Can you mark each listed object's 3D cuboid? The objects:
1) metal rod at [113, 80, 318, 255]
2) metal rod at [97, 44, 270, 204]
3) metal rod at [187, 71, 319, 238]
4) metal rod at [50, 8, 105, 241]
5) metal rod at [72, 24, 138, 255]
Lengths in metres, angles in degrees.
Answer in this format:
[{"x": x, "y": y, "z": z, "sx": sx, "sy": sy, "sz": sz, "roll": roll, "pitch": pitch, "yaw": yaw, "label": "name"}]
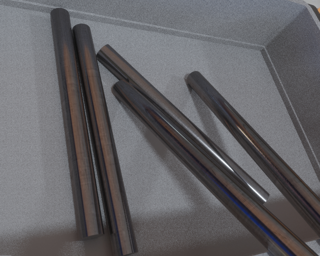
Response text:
[{"x": 0.033, "y": 0.029, "z": 0.323, "sx": 0.025, "sy": 0.025, "sz": 0.300, "roll": -14, "pitch": 42, "yaw": -34, "label": "metal rod"}, {"x": 0.030, "y": -0.004, "z": 0.426, "sx": 0.300, "sy": 0.025, "sz": 0.025, "roll": 43, "pitch": 51, "yaw": 1, "label": "metal rod"}, {"x": 0.108, "y": 0.012, "z": 0.380, "sx": 0.025, "sy": 0.025, "sz": 0.300, "roll": 1, "pitch": 36, "yaw": -28, "label": "metal rod"}, {"x": -0.103, "y": -0.024, "z": 0.365, "sx": 0.025, "sy": 0.025, "sz": 0.299, "roll": -1, "pitch": 62, "yaw": -29, "label": "metal rod"}, {"x": -0.072, "y": -0.004, "z": 0.370, "sx": 0.025, "sy": 0.025, "sz": 0.299, "roll": -2, "pitch": 63, "yaw": -29, "label": "metal rod"}]
